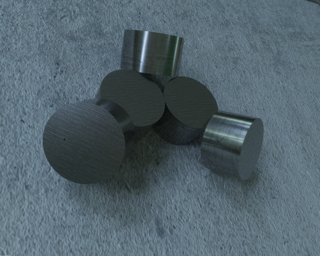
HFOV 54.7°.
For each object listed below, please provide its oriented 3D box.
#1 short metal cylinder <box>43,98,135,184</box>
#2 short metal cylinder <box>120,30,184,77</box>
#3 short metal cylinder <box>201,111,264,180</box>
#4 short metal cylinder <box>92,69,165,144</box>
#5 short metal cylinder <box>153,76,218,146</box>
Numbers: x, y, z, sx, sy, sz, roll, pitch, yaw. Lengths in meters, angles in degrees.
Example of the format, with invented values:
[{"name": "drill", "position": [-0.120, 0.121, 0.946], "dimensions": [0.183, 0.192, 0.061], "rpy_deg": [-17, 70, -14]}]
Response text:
[{"name": "short metal cylinder", "position": [-0.070, 0.011, 0.317], "dimensions": [0.080, 0.080, 0.050], "rpy_deg": [40, 11, -2]}, {"name": "short metal cylinder", "position": [-0.011, -0.100, 0.417], "dimensions": [0.081, 0.080, 0.050], "rpy_deg": [2, 104, -28]}, {"name": "short metal cylinder", "position": [0.095, 0.021, 0.400], "dimensions": [0.050, 0.080, 0.080], "rpy_deg": [15, 41, 33]}, {"name": "short metal cylinder", "position": [-0.041, -0.025, 0.382], "dimensions": [0.081, 0.050, 0.080], "rpy_deg": [14, 56, -21]}, {"name": "short metal cylinder", "position": [0.031, -0.023, 0.419], "dimensions": [0.081, 0.050, 0.080], "rpy_deg": [14, 56, -21]}]
